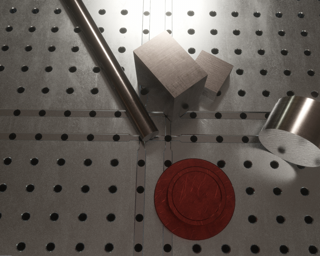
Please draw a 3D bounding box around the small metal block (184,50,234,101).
[{"bbox_3d":[0.068,-0.075,0.440,0.050,0.025,0.050,30,72,10],"label":"small metal block"}]

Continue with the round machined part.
[{"bbox_3d":[0.042,0.084,0.373,0.099,0.042,0.098,0,70,-1],"label":"round machined part"}]

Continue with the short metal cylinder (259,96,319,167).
[{"bbox_3d":[0.171,0.005,0.383,0.080,0.080,0.050,30,73,10],"label":"short metal cylinder"}]

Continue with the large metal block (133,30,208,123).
[{"bbox_3d":[0.012,-0.065,0.406,0.050,0.080,0.080,-36,74,-12],"label":"large metal block"}]

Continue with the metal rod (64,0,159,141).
[{"bbox_3d":[-0.085,-0.112,0.451,0.025,0.025,0.299,-27,73,-10],"label":"metal rod"}]
